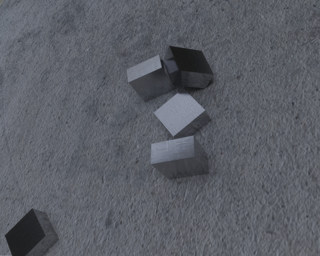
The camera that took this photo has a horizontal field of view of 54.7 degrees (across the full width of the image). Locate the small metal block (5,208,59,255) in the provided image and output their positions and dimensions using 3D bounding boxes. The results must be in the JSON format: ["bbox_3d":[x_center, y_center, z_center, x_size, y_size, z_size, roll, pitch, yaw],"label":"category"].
[{"bbox_3d":[-0.167,0.143,0.404,0.050,0.025,0.050,-45,51,-4],"label":"small metal block"}]

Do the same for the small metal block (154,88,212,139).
[{"bbox_3d":[0.028,-0.015,0.398,0.050,0.025,0.050,-40,51,1],"label":"small metal block"}]

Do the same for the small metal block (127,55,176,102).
[{"bbox_3d":[-0.011,-0.068,0.436,0.050,0.050,0.025,-22,54,15],"label":"small metal block"}]

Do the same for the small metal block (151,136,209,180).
[{"bbox_3d":[0.023,0.035,0.354,0.050,0.050,0.025,-12,57,21],"label":"small metal block"}]

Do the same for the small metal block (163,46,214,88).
[{"bbox_3d":[0.037,-0.082,0.416,0.050,0.025,0.050,2,50,-24],"label":"small metal block"}]
